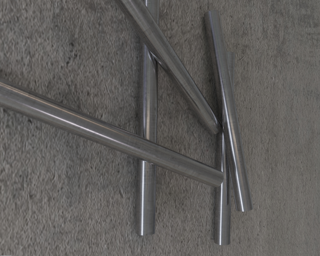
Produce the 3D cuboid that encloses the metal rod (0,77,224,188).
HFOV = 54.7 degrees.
[{"bbox_3d":[-0.043,0.014,0.343,0.302,0.025,0.025,25,74,-29],"label":"metal rod"}]

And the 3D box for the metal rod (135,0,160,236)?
[{"bbox_3d":[-0.015,-0.018,0.391,0.025,0.025,0.298,2,89,-40],"label":"metal rod"}]

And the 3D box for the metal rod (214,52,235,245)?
[{"bbox_3d":[0.102,0.031,0.489,0.025,0.025,0.298,3,88,-40],"label":"metal rod"}]

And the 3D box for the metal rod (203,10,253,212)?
[{"bbox_3d":[0.102,-0.027,0.465,0.025,0.025,0.298,-7,87,-40],"label":"metal rod"}]

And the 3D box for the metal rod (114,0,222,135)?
[{"bbox_3d":[0.008,-0.087,0.378,0.300,0.025,0.025,49,61,-40],"label":"metal rod"}]
